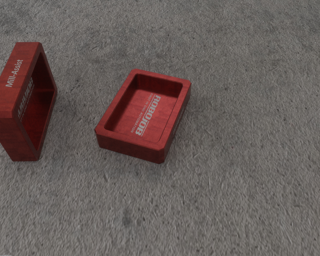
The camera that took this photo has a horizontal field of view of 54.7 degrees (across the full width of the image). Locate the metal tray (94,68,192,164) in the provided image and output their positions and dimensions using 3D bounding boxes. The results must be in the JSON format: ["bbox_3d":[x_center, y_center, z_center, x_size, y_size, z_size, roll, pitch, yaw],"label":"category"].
[{"bbox_3d":[-0.018,-0.021,0.417,0.090,0.030,0.130,15,51,12],"label":"metal tray"}]

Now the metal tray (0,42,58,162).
[{"bbox_3d":[-0.166,-0.034,0.388,0.030,0.090,0.130,-1,50,-1],"label":"metal tray"}]
